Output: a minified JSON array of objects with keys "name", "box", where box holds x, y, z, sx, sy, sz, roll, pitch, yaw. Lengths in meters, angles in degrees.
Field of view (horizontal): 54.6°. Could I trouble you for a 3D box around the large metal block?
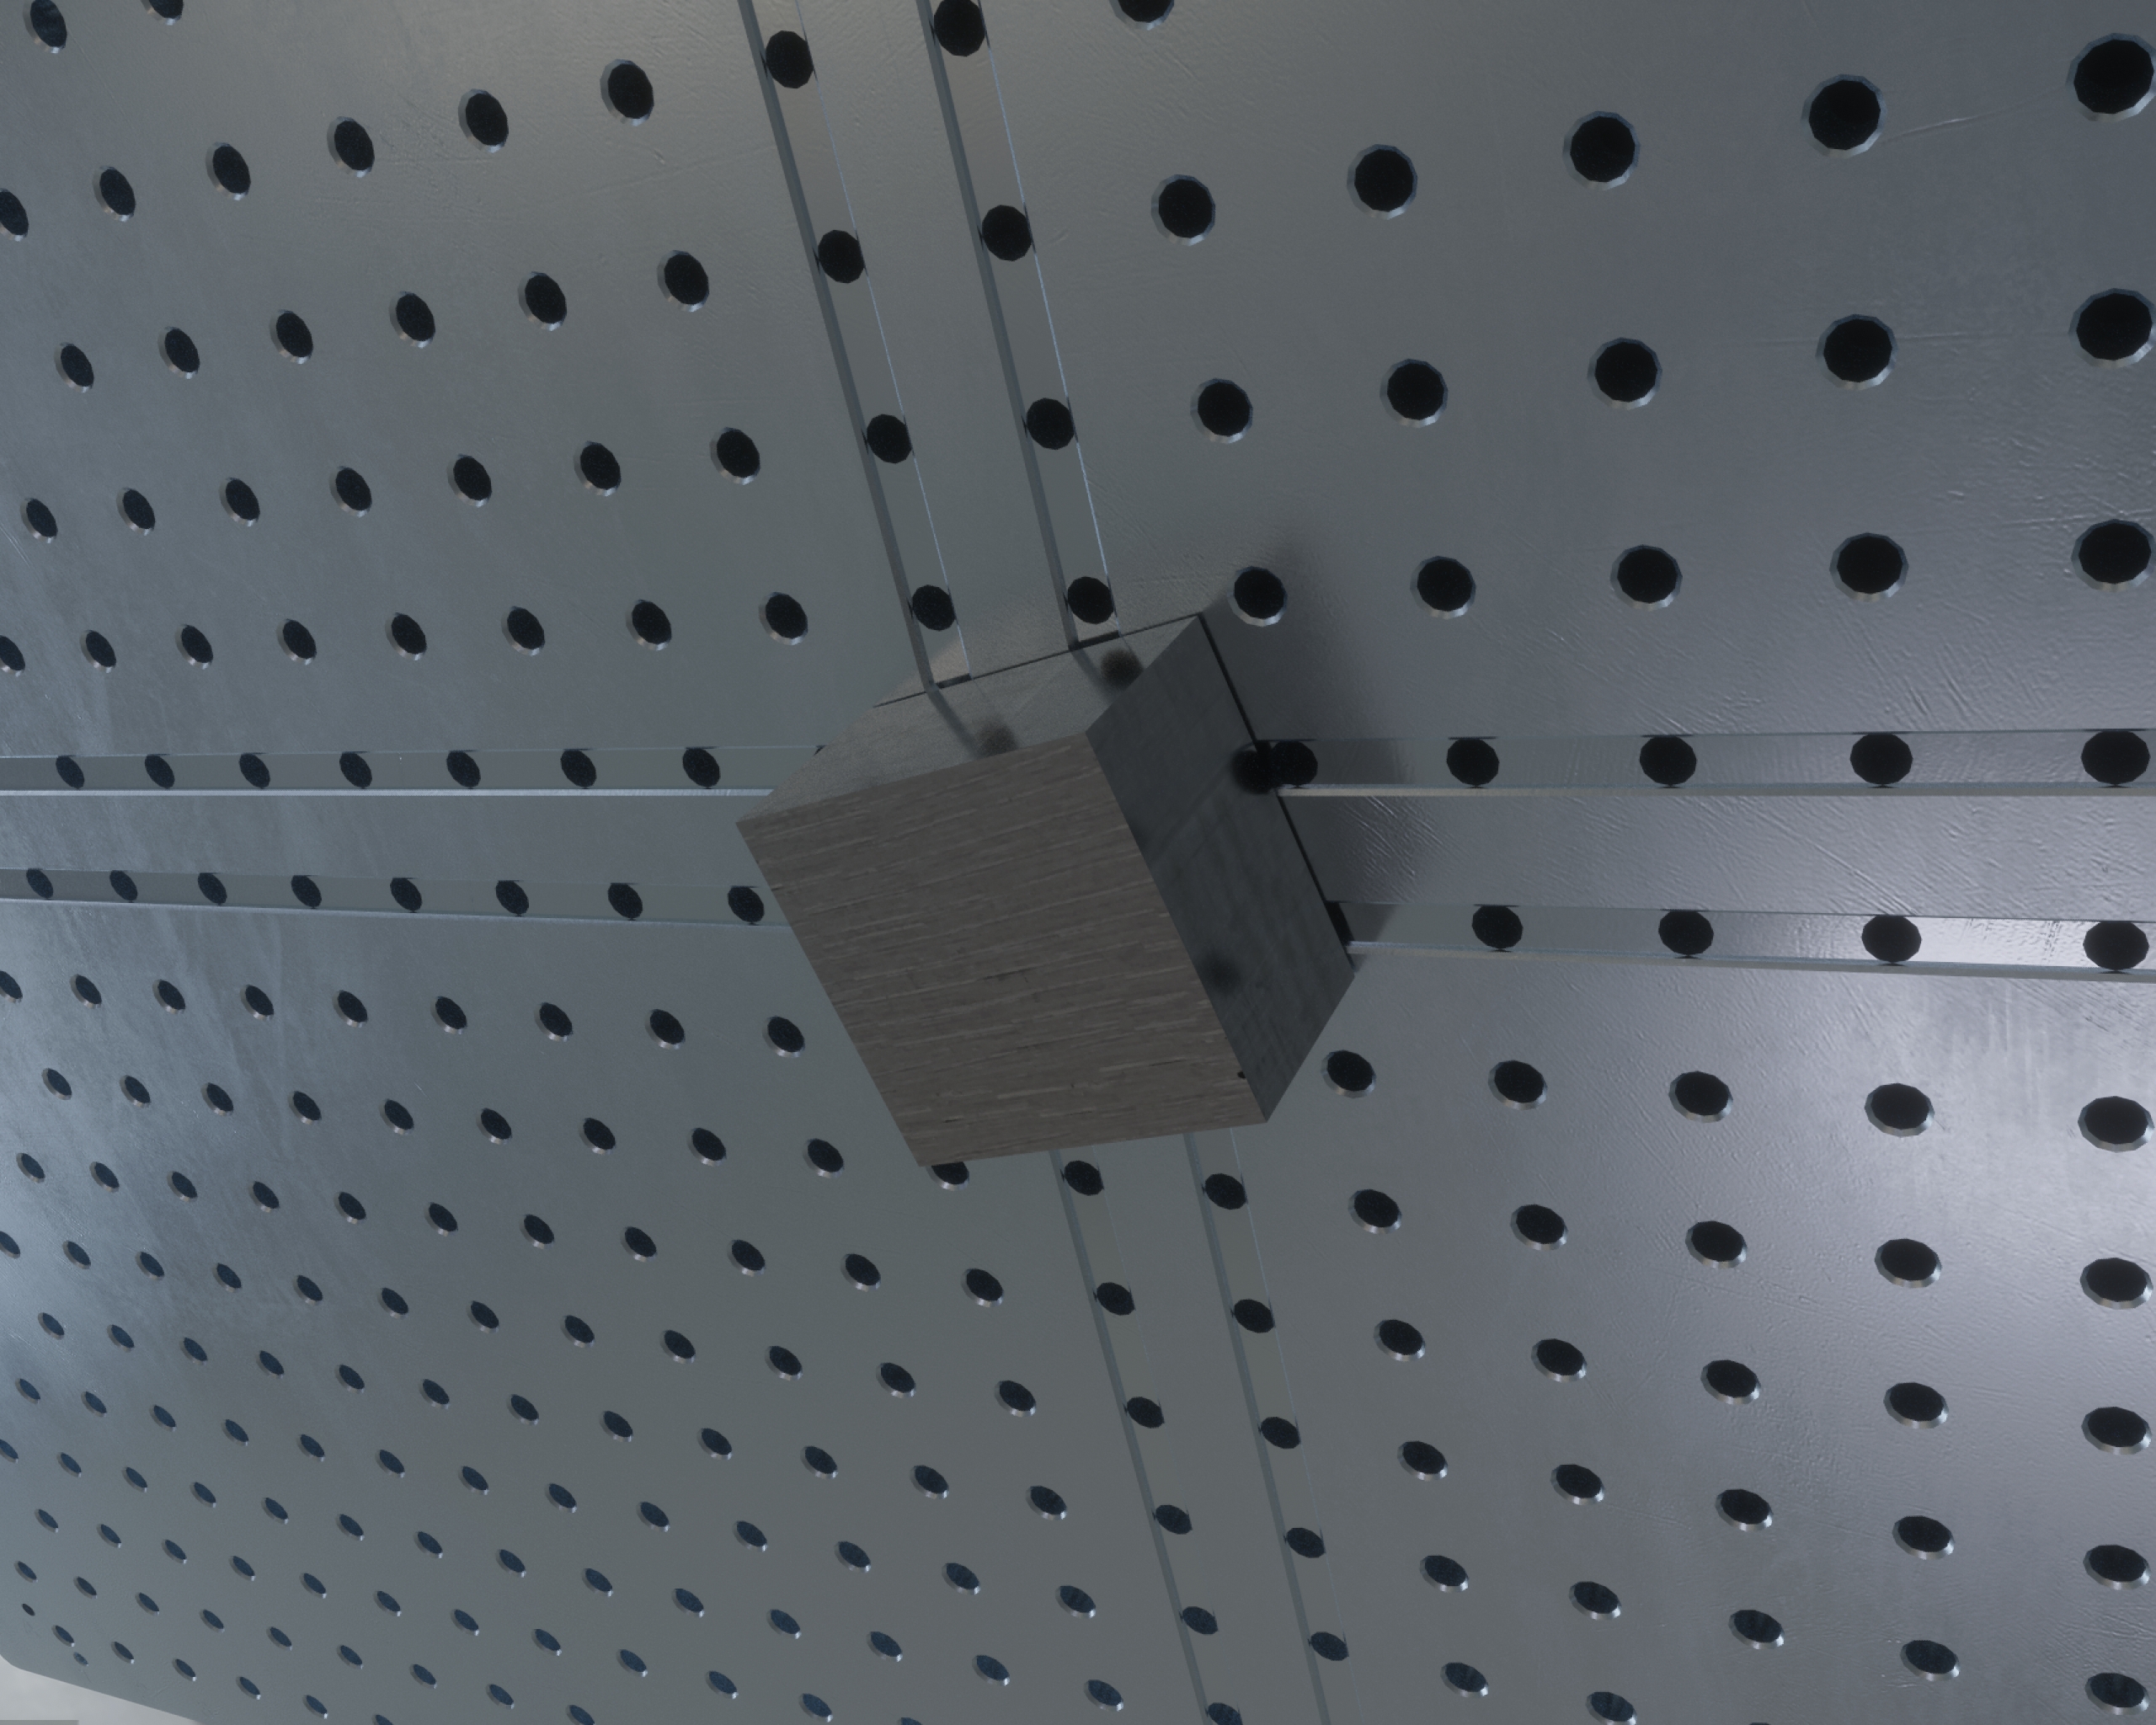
[{"name":"large metal block","box":[-0.005,0.008,0.402,0.080,0.050,0.080,-13,112,33]}]
